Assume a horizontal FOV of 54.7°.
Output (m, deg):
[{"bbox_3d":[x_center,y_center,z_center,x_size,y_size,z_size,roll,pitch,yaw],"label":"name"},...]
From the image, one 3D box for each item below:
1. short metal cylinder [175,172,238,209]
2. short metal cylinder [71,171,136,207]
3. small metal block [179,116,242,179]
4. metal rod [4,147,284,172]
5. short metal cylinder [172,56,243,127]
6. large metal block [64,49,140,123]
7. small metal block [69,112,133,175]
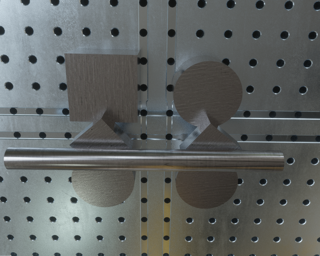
[{"bbox_3d":[0.061,0.062,0.423,0.081,0.050,0.079,0,110,0],"label":"short metal cylinder"},{"bbox_3d":[-0.073,0.059,0.420,0.081,0.050,0.079,0,110,0],"label":"short metal cylinder"},{"bbox_3d":[0.059,0.023,0.369,0.050,0.025,0.050,39,105,-13],"label":"small metal block"},{"bbox_3d":[-0.016,0.036,0.346,0.302,0.025,0.025,1,110,-1],"label":"metal rod"},{"bbox_3d":[0.056,-0.046,0.383,0.081,0.050,0.079,0,110,0],"label":"short metal cylinder"},{"bbox_3d":[-0.066,-0.053,0.379,0.081,0.050,0.079,1,110,-1],"label":"large metal block"},{"bbox_3d":[-0.068,0.018,0.366,0.050,0.025,0.050,-38,106,13],"label":"small metal block"}]
